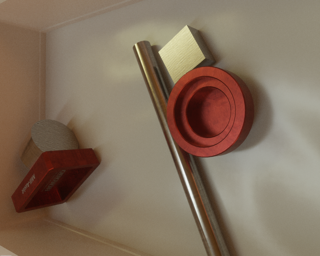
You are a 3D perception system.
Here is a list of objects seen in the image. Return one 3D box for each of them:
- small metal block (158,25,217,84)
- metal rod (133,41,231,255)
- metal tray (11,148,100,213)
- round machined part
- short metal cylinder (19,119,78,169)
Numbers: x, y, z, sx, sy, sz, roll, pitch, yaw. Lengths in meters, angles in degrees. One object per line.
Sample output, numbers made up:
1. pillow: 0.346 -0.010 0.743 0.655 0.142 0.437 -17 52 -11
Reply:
1. small metal block: 0.033 -0.087 0.378 0.050 0.025 0.050 -37 67 33
2. metal rod: 0.023 0.023 0.385 0.025 0.025 0.299 -31 71 35
3. metal tray: -0.169 0.084 0.500 0.129 0.091 0.030 -46 63 30
4. round machined part: 0.059 -0.017 0.346 0.098 0.042 0.097 0 90 39
5. short metal cylinder: -0.187 0.032 0.522 0.050 0.081 0.080 -46 63 30
